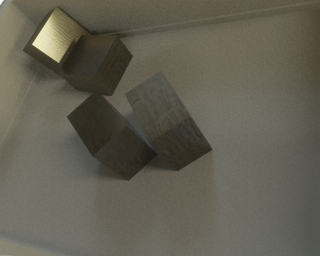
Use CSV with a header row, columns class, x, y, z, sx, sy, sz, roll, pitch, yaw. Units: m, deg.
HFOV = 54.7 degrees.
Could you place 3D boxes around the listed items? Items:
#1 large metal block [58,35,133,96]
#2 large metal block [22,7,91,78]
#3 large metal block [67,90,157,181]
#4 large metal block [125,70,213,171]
class,x,y,z,sx,sy,sz,roll,pitch,yaw
large metal block,-0.104,-0.104,0.506,0.080,0.050,0.080,11,67,32
large metal block,-0.176,-0.147,0.542,0.050,0.080,0.080,0,61,50
large metal block,-0.060,0.010,0.394,0.050,0.080,0.080,-43,51,-1
large metal block,0.011,-0.007,0.368,0.050,0.080,0.080,-33,52,6
